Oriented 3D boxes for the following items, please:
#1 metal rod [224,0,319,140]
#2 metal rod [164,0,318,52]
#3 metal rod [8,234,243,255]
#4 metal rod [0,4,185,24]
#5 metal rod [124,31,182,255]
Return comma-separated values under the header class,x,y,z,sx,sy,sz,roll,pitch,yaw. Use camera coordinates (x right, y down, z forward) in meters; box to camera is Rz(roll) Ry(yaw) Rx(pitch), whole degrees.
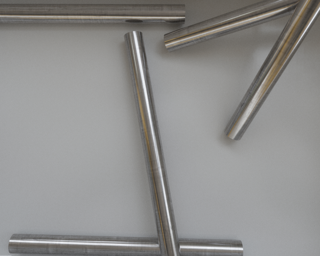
class,x,y,z,sx,sy,sz,roll,pitch,yaw
metal rod,0.149,-0.108,0.338,0.025,0.025,0.298,24,121,0
metal rod,0.145,-0.141,0.353,0.300,0.025,0.025,-12,90,23
metal rod,-0.044,0.157,0.410,0.302,0.025,0.025,2,90,0
metal rod,-0.118,-0.151,0.410,0.302,0.025,0.025,0,90,0
metal rod,-0.010,0.023,0.397,0.025,0.025,0.298,-10,85,0
